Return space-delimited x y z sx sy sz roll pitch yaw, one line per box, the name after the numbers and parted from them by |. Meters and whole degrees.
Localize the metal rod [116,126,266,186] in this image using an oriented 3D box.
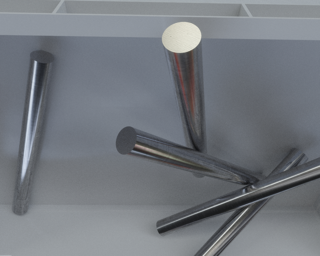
0.066 0.048 0.376 0.025 0.025 0.301 -36 145 26 | metal rod

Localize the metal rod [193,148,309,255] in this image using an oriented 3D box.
0.100 0.146 0.442 0.300 0.025 0.025 -46 121 -2 | metal rod

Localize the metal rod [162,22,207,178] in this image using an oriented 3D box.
0.037 0.003 0.332 0.025 0.025 0.299 -8 155 6 | metal rod

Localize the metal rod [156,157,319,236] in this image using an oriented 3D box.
0.125 0.092 0.427 0.300 0.025 0.025 -28 125 22 | metal rod

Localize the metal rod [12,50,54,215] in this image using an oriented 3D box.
-0.182 0.028 0.430 0.025 0.025 0.298 16 128 -14 | metal rod
